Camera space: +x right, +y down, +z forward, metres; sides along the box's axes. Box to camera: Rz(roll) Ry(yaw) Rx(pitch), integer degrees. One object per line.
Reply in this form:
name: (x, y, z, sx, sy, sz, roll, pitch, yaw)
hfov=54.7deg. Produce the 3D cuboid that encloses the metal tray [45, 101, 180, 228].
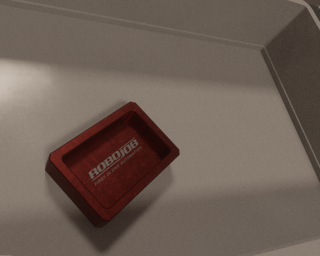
metal tray: (-0.049, 0.036, 0.355, 0.090, 0.030, 0.131, 47, 51, 5)
